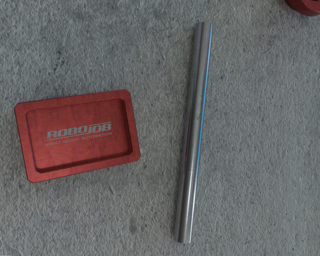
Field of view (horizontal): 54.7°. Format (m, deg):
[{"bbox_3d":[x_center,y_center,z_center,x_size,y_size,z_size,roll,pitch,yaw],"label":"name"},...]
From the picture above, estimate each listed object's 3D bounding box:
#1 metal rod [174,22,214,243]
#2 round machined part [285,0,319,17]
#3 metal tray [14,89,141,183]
[{"bbox_3d":[0.047,0.004,0.427,0.025,0.025,0.298,7,88,-20],"label":"metal rod"},{"bbox_3d":[0.233,-0.224,0.488,0.099,0.042,0.097,0,90,-21],"label":"round machined part"},{"bbox_3d":[-0.095,0.007,0.371,0.131,0.030,0.089,-10,94,-20],"label":"metal tray"}]
